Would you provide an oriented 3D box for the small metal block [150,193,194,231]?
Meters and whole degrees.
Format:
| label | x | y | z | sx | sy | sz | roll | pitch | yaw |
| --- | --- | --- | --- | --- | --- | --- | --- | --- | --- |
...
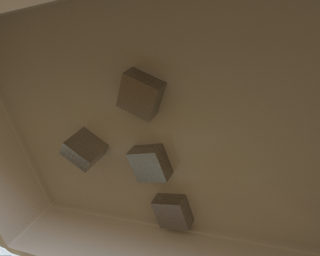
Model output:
| label | x | y | z | sx | sy | sz | roll | pitch | yaw |
| --- | --- | --- | --- | --- | --- | --- | --- | --- | --- |
| small metal block | 0.020 | 0.129 | 0.478 | 0.050 | 0.025 | 0.050 | -5 | 116 | 30 |

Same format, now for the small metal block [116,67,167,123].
| label | x | y | z | sx | sy | sz | roll | pitch | yaw |
| --- | --- | --- | --- | --- | --- | --- | --- | --- | --- |
| small metal block | -0.025 | -0.043 | 0.395 | 0.050 | 0.025 | 0.050 | 27 | 128 | 11 |

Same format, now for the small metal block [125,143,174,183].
| label | x | y | z | sx | sy | sz | roll | pitch | yaw |
| --- | --- | --- | --- | --- | --- | --- | --- | --- | --- |
| small metal block | -0.015 | 0.051 | 0.448 | 0.050 | 0.025 | 0.050 | -7 | 115 | 31 |

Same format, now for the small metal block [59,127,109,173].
| label | x | y | z | sx | sy | sz | roll | pitch | yaw |
| --- | --- | --- | --- | --- | --- | --- | --- | --- | --- |
| small metal block | -0.115 | 0.032 | 0.473 | 0.050 | 0.050 | 0.025 | 36 | 129 | 4 |
